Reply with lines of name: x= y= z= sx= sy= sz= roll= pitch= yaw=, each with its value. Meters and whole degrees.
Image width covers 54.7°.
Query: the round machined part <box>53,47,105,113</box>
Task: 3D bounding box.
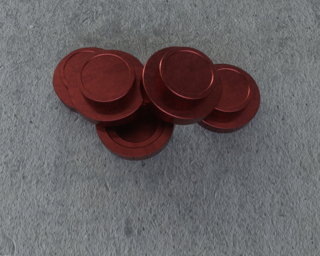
round machined part: x=-0.098 y=-0.070 z=0.424 sx=0.099 sy=0.042 sz=0.098 roll=0 pitch=70 yaw=-1

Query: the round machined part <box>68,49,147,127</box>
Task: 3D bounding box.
round machined part: x=-0.062 y=-0.054 z=0.374 sx=0.099 sy=0.042 sz=0.098 roll=0 pitch=70 yaw=-1

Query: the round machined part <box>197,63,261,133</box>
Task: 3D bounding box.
round machined part: x=0.087 y=-0.045 z=0.417 sx=0.099 sy=0.042 sz=0.098 roll=0 pitch=70 yaw=-1

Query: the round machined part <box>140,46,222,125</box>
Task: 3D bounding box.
round machined part: x=0.028 y=-0.056 z=0.366 sx=0.099 sy=0.042 sz=0.098 roll=5 pitch=68 yaw=-13

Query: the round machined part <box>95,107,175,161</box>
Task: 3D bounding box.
round machined part: x=-0.031 y=-0.005 z=0.401 sx=0.099 sy=0.042 sz=0.098 roll=0 pitch=70 yaw=-1
